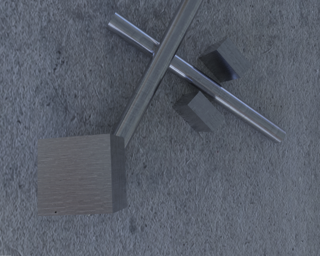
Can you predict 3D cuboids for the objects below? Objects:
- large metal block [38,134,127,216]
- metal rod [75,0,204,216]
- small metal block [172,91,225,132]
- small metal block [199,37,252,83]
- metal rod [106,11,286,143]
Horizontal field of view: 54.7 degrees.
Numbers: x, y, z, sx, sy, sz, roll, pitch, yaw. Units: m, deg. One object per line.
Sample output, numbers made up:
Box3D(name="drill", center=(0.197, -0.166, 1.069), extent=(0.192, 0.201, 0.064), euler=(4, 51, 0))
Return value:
Box3D(name="large metal block", center=(-0.084, 0.051, 0.341), extent=(0.080, 0.050, 0.080), euler=(-5, 82, 9))
Box3D(name="metal rod", center=(-0.025, -0.032, 0.382), extent=(0.025, 0.025, 0.299), euler=(28, 87, -18))
Box3D(name="small metal block", center=(0.051, -0.021, 0.416), extent=(0.050, 0.050, 0.025), euler=(45, 76, -15))
Box3D(name="small metal block", center=(0.089, -0.093, 0.430), extent=(0.050, 0.050, 0.025), euler=(45, 76, -15))
Box3D(name="metal rod", center=(0.062, -0.061, 0.432), extent=(0.301, 0.025, 0.025), euler=(31, 80, -18))
